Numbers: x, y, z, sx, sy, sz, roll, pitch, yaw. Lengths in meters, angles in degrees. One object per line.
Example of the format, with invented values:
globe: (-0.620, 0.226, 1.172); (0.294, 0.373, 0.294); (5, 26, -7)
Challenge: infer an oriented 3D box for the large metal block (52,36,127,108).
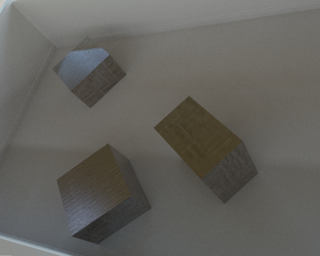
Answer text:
large metal block: (-0.116, -0.092, 0.508); (0.080, 0.050, 0.080); (-44, 51, -2)

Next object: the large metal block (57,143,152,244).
large metal block: (-0.069, 0.080, 0.377); (0.080, 0.050, 0.080); (-35, 51, 5)

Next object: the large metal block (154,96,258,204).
large metal block: (0.050, 0.024, 0.329); (0.050, 0.080, 0.080); (-43, 51, -1)
